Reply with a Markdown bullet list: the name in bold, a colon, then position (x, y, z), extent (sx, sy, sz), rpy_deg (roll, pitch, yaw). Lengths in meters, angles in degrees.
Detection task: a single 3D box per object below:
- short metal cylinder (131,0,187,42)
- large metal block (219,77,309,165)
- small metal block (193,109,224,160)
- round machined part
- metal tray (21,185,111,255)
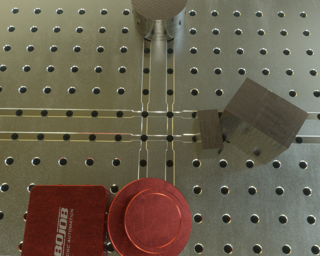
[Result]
- **short metal cylinder**: position (-0.001, -0.178, 0.463), extent (0.081, 0.050, 0.080), rpy_deg (0, 70, 0)
- **large metal block**: position (0.120, -0.005, 0.385), extent (0.080, 0.080, 0.050), rpy_deg (34, 74, 11)
- **small metal block**: position (0.061, 0.009, 0.395), extent (0.025, 0.050, 0.050), rpy_deg (-5, 70, -2)
- **round machined part**: position (-0.010, 0.105, 0.351), extent (0.099, 0.042, 0.098), rpy_deg (5, 71, -15)
- **metal tray**: position (-0.108, 0.133, 0.359), extent (0.091, 0.030, 0.130), rpy_deg (0, 70, 0)
